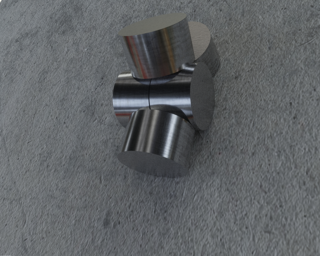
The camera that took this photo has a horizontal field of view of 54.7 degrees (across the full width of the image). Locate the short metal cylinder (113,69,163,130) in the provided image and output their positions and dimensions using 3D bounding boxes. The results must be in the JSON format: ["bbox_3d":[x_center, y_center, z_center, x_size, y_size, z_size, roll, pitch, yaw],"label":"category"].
[{"bbox_3d":[-0.016,-0.037,0.401,0.050,0.080,0.080,1,62,28],"label":"short metal cylinder"}]

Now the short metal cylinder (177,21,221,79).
[{"bbox_3d":[0.039,-0.100,0.430,0.080,0.050,0.080,-13,56,20],"label":"short metal cylinder"}]

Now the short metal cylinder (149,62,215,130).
[{"bbox_3d":[0.029,-0.037,0.376,0.050,0.080,0.080,0,62,29],"label":"short metal cylinder"}]

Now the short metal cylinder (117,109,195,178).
[{"bbox_3d":[-0.004,0.020,0.359,0.080,0.080,0.050,0,62,28],"label":"short metal cylinder"}]

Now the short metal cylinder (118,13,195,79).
[{"bbox_3d":[-0.003,-0.098,0.365,0.080,0.050,0.080,-12,29,7],"label":"short metal cylinder"}]
